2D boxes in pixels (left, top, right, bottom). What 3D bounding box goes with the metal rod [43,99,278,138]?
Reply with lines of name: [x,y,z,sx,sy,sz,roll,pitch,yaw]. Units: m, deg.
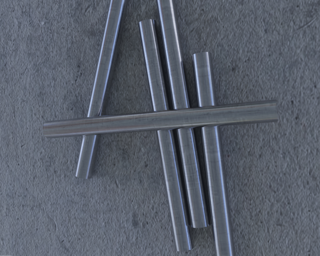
metal rod: [-0.015,-0.008,0.386,0.301,0.025,0.025,-4,89,19]

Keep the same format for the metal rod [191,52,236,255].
metal rod: [0.069,0.056,0.384,0.025,0.025,0.298,-7,88,20]

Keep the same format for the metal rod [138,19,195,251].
metal rod: [0.007,0.007,0.406,0.025,0.025,0.298,-11,86,19]

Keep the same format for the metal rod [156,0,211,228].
metal rod: [0.029,-0.025,0.398,0.025,0.025,0.298,-10,87,20]

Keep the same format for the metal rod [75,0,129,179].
metal rod: [-0.078,-0.076,0.436,0.025,0.025,0.298,14,95,19]
